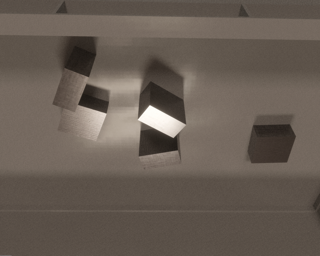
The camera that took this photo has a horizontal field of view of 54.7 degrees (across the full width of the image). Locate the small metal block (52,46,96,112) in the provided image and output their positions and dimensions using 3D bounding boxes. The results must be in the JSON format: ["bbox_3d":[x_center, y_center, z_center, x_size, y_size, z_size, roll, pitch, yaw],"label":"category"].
[{"bbox_3d":[-0.095,-0.055,0.345,0.025,0.050,0.050,21,127,-17],"label":"small metal block"}]

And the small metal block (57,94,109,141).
[{"bbox_3d":[-0.098,-0.015,0.395,0.050,0.025,0.050,17,128,-15],"label":"small metal block"}]

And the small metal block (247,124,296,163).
[{"bbox_3d":[0.154,0.022,0.431,0.050,0.025,0.050,-2,130,1],"label":"small metal block"}]

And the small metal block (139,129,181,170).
[{"bbox_3d":[0.000,0.025,0.414,0.050,0.050,0.025,-10,130,7],"label":"small metal block"}]

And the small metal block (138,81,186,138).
[{"bbox_3d":[0.002,-0.023,0.374,0.050,0.050,0.025,27,125,-22],"label":"small metal block"}]
